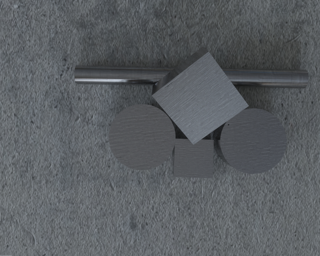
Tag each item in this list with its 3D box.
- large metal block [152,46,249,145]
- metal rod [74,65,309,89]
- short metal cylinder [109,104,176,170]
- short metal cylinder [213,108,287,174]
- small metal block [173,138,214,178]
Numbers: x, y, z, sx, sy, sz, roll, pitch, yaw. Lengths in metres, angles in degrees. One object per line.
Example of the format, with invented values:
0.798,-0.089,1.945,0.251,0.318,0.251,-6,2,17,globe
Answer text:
0.047,-0.041,0.381,0.080,0.050,0.080,-37,107,13,large metal block
0.041,-0.068,0.411,0.302,0.025,0.025,1,90,0,metal rod
-0.021,0.011,0.398,0.081,0.050,0.079,0,90,0,short metal cylinder
0.113,0.016,0.399,0.081,0.050,0.079,0,90,0,short metal cylinder
0.044,0.039,0.412,0.050,0.025,0.050,2,90,0,small metal block
